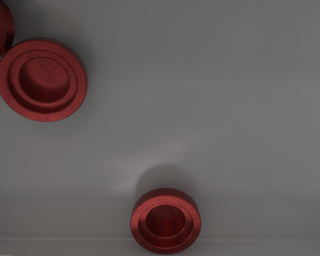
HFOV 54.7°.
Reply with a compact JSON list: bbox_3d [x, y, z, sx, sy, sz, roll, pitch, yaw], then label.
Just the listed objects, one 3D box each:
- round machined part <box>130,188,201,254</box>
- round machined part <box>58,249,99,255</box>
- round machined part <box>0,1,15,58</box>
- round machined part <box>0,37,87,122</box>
[{"bbox_3d":[0.008,0.129,0.449,0.099,0.042,0.097,0,109,0],"label":"round machined part"},{"bbox_3d":[-0.127,0.232,0.489,0.099,0.042,0.097,0,110,0],"label":"round machined part"},{"bbox_3d":[-0.202,-0.113,0.344,0.098,0.042,0.097,6,103,28],"label":"round machined part"},{"bbox_3d":[-0.137,-0.060,0.373,0.099,0.042,0.097,-4,116,-9],"label":"round machined part"}]
